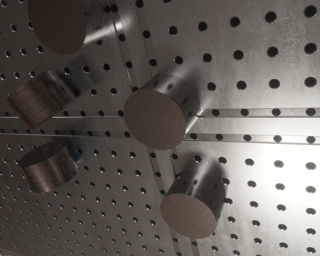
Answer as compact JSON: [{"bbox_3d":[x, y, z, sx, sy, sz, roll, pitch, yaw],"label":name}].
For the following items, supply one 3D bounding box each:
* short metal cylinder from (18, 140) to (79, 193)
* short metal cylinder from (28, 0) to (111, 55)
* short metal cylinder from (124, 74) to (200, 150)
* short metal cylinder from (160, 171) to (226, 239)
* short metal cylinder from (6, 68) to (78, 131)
[{"bbox_3d":[-0.181,0.061,0.506,0.080,0.080,0.050,-6,115,31],"label":"short metal cylinder"},{"bbox_3d":[-0.106,-0.133,0.367,0.080,0.050,0.079,13,124,20],"label":"short metal cylinder"},{"bbox_3d":[0.003,-0.020,0.380,0.080,0.050,0.079,13,124,20],"label":"short metal cylinder"},{"bbox_3d":[0.047,0.108,0.436,0.080,0.050,0.079,13,124,20],"label":"short metal cylinder"},{"bbox_3d":[-0.164,-0.040,0.435,0.080,0.080,0.050,-29,103,37],"label":"short metal cylinder"}]
